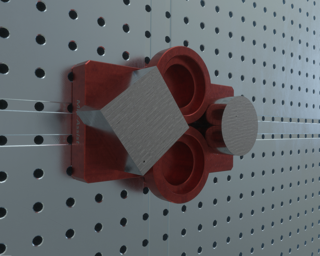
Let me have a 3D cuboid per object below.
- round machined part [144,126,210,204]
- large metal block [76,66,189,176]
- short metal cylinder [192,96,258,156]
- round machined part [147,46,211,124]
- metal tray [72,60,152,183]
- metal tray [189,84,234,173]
[{"bbox_3d":[0.017,0.045,0.400,0.099,0.042,0.097,0,90,-40],"label":"round machined part"},{"bbox_3d":[-0.026,-0.008,0.331,0.080,0.050,0.080,-44,117,-31],"label":"large metal block"},{"bbox_3d":[0.091,-0.003,0.429,0.081,0.050,0.079,0,90,-40],"label":"short metal cylinder"},{"bbox_3d":[0.018,-0.053,0.401,0.099,0.042,0.097,0,90,-40],"label":"round machined part"},{"bbox_3d":[-0.053,-0.007,0.361,0.091,0.030,0.129,1,90,-41],"label":"metal tray"},{"bbox_3d":[0.070,0.000,0.462,0.091,0.030,0.129,1,90,-40],"label":"metal tray"}]
